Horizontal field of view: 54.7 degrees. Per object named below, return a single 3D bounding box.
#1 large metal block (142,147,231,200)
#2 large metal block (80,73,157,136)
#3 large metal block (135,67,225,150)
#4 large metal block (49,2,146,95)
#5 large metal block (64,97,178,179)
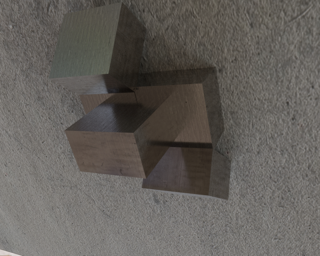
[{"bbox_3d":[0.036,0.056,0.380,0.080,0.080,0.050,1,75,27],"label":"large metal block"},{"bbox_3d":[-0.047,-0.022,0.399,0.080,0.050,0.079,1,119,27],"label":"large metal block"},{"bbox_3d":[0.025,-0.022,0.362,0.080,0.050,0.079,1,119,27],"label":"large metal block"},{"bbox_3d":[-0.068,-0.085,0.347,0.080,0.050,0.080,1,75,28],"label":"large metal block"},{"bbox_3d":[-0.037,0.006,0.331,0.080,0.080,0.050,1,119,27],"label":"large metal block"}]
